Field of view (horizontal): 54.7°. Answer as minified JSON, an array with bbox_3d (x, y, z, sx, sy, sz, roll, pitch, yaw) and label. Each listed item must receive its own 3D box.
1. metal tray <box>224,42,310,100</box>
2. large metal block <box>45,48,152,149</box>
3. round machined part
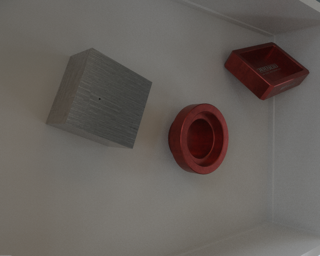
[{"bbox_3d":[0.183,-0.100,0.524,0.131,0.030,0.090,-21,61,-38],"label":"metal tray"},{"bbox_3d":[-0.064,-0.028,0.338,0.080,0.050,0.080,25,74,-38],"label":"large metal block"},{"bbox_3d":[0.050,0.015,0.440,0.099,0.042,0.097,0,90,-40],"label":"round machined part"}]
